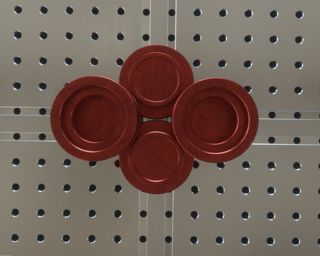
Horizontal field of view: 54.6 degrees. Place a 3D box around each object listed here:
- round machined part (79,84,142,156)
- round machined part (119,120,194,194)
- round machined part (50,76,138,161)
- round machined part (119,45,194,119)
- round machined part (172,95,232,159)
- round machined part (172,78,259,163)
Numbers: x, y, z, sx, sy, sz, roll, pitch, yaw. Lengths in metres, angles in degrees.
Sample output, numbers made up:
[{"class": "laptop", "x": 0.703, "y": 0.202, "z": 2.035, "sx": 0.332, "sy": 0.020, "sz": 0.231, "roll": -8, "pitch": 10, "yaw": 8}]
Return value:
[{"class": "round machined part", "x": -0.073, "y": -0.011, "z": 0.404, "sx": 0.099, "sy": 0.042, "sz": 0.097, "roll": 0, "pitch": 90, "yaw": 0}, {"class": "round machined part", "x": -0.005, "y": 0.038, "z": 0.404, "sx": 0.099, "sy": 0.042, "sz": 0.097, "roll": 0, "pitch": 90, "yaw": 0}, {"class": "round machined part", "x": -0.075, "y": -0.011, "z": 0.372, "sx": 0.099, "sy": 0.042, "sz": 0.097, "roll": 0, "pitch": 90, "yaw": 0}, {"class": "round machined part", "x": -0.005, "y": -0.060, "z": 0.404, "sx": 0.099, "sy": 0.042, "sz": 0.097, "roll": 0, "pitch": 90, "yaw": 0}, {"class": "round machined part", "x": 0.063, "y": -0.010, "z": 0.405, "sx": 0.099, "sy": 0.042, "sz": 0.097, "roll": 0, "pitch": 90, "yaw": 0}, {"class": "round machined part", "x": 0.063, "y": -0.009, "z": 0.373, "sx": 0.099, "sy": 0.042, "sz": 0.097, "roll": 0, "pitch": 90, "yaw": 0}]
